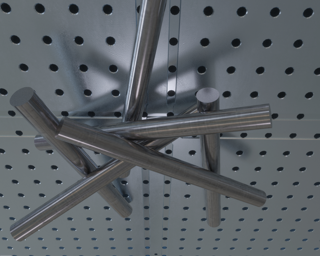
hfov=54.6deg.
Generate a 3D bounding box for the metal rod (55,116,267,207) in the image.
[{"bbox_3d":[0.021,0.051,0.388,0.302,0.025,0.025,23,127,-26],"label":"metal rod"}]

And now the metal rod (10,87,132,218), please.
[{"bbox_3d":[-0.097,0.056,0.417,0.025,0.025,0.299,-12,142,9],"label":"metal rod"}]

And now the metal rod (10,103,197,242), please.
[{"bbox_3d":[-0.061,0.053,0.396,0.300,0.025,0.025,-34,125,3],"label":"metal rod"}]

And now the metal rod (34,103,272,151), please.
[{"bbox_3d":[-0.027,0.003,0.367,0.300,0.025,0.025,-7,132,24],"label":"metal rod"}]

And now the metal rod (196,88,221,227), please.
[{"bbox_3d":[0.074,0.065,0.445,0.025,0.025,0.299,-7,137,5],"label":"metal rod"}]

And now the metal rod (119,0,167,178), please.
[{"bbox_3d":[-0.027,-0.046,0.372,0.025,0.025,0.298,9,130,-8],"label":"metal rod"}]
